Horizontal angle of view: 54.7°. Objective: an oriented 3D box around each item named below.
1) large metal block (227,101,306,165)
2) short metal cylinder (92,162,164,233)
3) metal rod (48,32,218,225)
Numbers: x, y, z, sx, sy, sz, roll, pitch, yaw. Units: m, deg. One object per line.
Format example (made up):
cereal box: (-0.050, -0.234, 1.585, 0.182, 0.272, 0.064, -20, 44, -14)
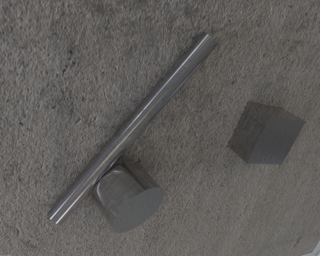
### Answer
large metal block: (0.166, 0.010, 0.487, 0.081, 0.050, 0.079, 6, 115, -31)
short metal cylinder: (-0.041, 0.091, 0.410, 0.081, 0.050, 0.080, -29, 144, -24)
metal rod: (-0.038, 0.005, 0.388, 0.299, 0.025, 0.025, -49, 129, 6)
